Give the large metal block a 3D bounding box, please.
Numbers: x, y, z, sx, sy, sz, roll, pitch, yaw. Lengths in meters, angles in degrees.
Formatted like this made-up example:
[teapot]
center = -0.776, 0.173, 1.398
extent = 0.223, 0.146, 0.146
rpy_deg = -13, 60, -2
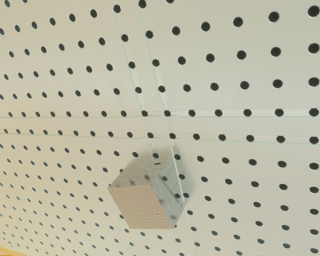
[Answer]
[large metal block]
center = -0.019, 0.105, 0.471
extent = 0.080, 0.050, 0.080
rpy_deg = -12, 112, 33
